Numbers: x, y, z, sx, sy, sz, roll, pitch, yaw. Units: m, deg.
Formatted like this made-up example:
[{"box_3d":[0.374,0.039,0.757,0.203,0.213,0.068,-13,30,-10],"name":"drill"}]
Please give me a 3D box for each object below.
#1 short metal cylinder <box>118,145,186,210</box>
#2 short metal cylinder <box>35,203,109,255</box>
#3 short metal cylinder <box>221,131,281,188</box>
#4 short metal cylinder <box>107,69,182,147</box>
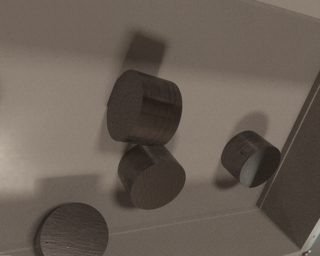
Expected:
[{"box_3d":[-0.012,0.065,0.428,0.081,0.050,0.079,-14,125,-21],"name":"short metal cylinder"},{"box_3d":[-0.111,0.140,0.391,0.081,0.080,0.050,0,155,-29],"name":"short metal cylinder"},{"box_3d":[0.148,0.051,0.508,0.081,0.050,0.079,-14,125,-21],"name":"short metal cylinder"},{"box_3d":[-0.020,-0.021,0.351,0.050,0.080,0.079,12,112,-34],"name":"short metal cylinder"}]
